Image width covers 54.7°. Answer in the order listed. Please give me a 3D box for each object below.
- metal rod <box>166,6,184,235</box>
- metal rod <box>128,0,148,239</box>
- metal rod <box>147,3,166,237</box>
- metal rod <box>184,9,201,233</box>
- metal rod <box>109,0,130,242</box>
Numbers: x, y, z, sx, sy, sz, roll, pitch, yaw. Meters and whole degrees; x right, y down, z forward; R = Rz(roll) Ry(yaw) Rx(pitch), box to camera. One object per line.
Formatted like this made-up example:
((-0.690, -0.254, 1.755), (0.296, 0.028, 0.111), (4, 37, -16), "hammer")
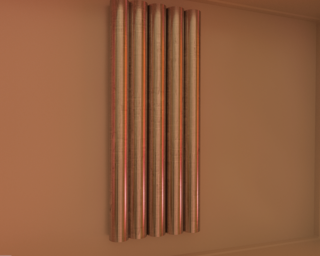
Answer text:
((0.020, -0.010, 0.416), (0.025, 0.025, 0.298), (0, 90, -20), "metal rod")
((-0.029, -0.010, 0.399), (0.025, 0.025, 0.298), (0, 90, -20), "metal rod")
((-0.005, -0.010, 0.407), (0.025, 0.025, 0.298), (0, 90, -20), "metal rod")
((0.043, -0.009, 0.425), (0.025, 0.025, 0.298), (0, 90, -20), "metal rod")
((-0.051, -0.010, 0.390), (0.025, 0.025, 0.298), (0, 90, -20), "metal rod")
